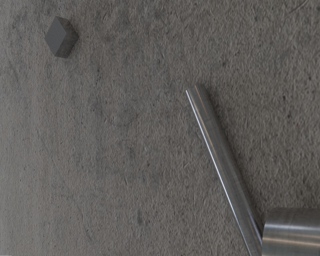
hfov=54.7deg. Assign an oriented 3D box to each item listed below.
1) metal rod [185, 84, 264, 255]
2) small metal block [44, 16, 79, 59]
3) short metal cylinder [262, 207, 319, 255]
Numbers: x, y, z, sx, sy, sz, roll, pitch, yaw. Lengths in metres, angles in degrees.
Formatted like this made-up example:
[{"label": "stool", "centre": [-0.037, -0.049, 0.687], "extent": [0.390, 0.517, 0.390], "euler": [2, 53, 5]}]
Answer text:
[{"label": "metal rod", "centre": [0.090, 0.090, 0.330], "extent": [0.025, 0.025, 0.299], "euler": [-31, 71, 36]}, {"label": "small metal block", "centre": [-0.175, -0.160, 0.550], "extent": [0.050, 0.025, 0.050], "euler": [-49, 61, 28]}, {"label": "short metal cylinder", "centre": [0.128, 0.109, 0.264], "extent": [0.050, 0.081, 0.080], "euler": [-9, 84, 40]}]
